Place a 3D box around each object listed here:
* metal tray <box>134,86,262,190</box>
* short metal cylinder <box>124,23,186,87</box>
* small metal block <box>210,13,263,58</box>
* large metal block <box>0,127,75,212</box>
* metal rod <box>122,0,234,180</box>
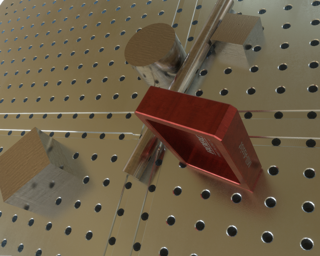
[{"bbox_3d":[0.043,0.014,0.309,0.090,0.130,0.030,18,72,35],"label":"metal tray"},{"bbox_3d":[-0.005,-0.108,0.460,0.080,0.050,0.080,-13,56,20],"label":"short metal cylinder"},{"bbox_3d":[0.107,-0.130,0.431,0.050,0.025,0.050,23,74,36],"label":"small metal block"},{"bbox_3d":[-0.184,0.059,0.450,0.080,0.050,0.080,-40,51,0],"label":"large metal block"},{"bbox_3d":[0.032,-0.066,0.430,0.025,0.025,0.300,17,70,34],"label":"metal rod"}]
